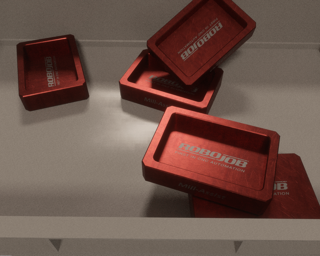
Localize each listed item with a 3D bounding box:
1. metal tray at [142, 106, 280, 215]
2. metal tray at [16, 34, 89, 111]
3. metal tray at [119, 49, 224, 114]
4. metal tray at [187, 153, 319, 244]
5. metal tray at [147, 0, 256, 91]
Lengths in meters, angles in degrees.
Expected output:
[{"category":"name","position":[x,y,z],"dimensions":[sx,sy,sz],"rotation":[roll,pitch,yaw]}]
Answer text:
[{"category":"metal tray","position":[0.056,0.030,0.337],"dimensions":[0.131,0.030,0.090],"rotation":[15,51,12]},{"category":"metal tray","position":[-0.166,-0.089,0.474],"dimensions":[0.091,0.030,0.130],"rotation":[-14,52,-12]},{"category":"metal tray","position":[0.018,-0.066,0.457],"dimensions":[0.130,0.030,0.090],"rotation":[18,52,14]},{"category":"metal tray","position":[0.098,0.074,0.341],"dimensions":[0.131,0.030,0.090],"rotation":[-2,50,-2]},{"category":"metal tray","position":[0.058,-0.128,0.442],"dimensions":[0.130,0.030,0.090],"rotation":[-42,80,-2]}]
